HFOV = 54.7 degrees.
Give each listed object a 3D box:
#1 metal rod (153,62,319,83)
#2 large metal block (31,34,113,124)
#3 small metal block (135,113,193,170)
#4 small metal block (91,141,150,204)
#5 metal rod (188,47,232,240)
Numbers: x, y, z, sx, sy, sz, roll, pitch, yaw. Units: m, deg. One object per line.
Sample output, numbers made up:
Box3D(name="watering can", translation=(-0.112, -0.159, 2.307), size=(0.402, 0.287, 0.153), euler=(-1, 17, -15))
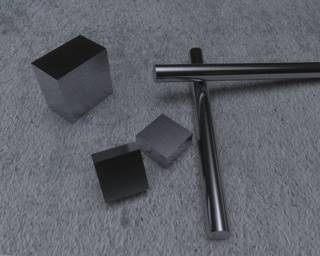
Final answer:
Box3D(name="metal rod", translation=(0.140, -0.083, 0.452), size=(0.302, 0.025, 0.025), euler=(-3, 50, -12))
Box3D(name="large metal block", translation=(-0.114, -0.066, 0.422), size=(0.050, 0.080, 0.080), euler=(32, 57, 23))
Box3D(name="small metal block", translation=(0.005, 0.016, 0.390), size=(0.050, 0.025, 0.050), euler=(34, 57, 25))
Box3D(name="small metal block", translation=(-0.044, 0.048, 0.342), size=(0.050, 0.050, 0.025), euler=(-16, 21, -14))
Box3D(name="metal rod", translation=(0.059, -0.006, 0.409), size=(0.025, 0.025, 0.300), euler=(0, 50, -1))
